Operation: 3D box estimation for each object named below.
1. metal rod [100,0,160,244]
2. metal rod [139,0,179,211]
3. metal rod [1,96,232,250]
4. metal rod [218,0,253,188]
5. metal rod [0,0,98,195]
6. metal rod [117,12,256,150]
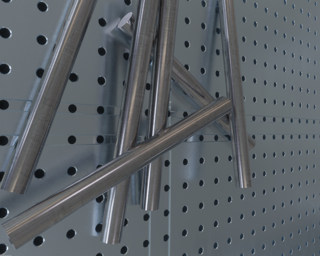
[{"bbox_3d":[-0.034,-0.017,0.360,0.025,0.025,0.298,9,90,-40],"label":"metal rod"},{"bbox_3d":[0.000,-0.046,0.383,0.025,0.025,0.298,1,97,-40],"label":"metal rod"},{"bbox_3d":[-0.019,0.030,0.345,0.302,0.025,0.025,-30,109,-34],"label":"metal rod"},{"bbox_3d":[0.115,-0.060,0.477,0.025,0.025,0.299,2,81,-40],"label":"metal rod"},{"bbox_3d":[-0.099,-0.081,0.325,0.025,0.025,0.299,26,74,-37],"label":"metal rod"},{"bbox_3d":[0.056,-0.051,0.454,0.301,0.025,0.025,39,66,-33],"label":"metal rod"}]
